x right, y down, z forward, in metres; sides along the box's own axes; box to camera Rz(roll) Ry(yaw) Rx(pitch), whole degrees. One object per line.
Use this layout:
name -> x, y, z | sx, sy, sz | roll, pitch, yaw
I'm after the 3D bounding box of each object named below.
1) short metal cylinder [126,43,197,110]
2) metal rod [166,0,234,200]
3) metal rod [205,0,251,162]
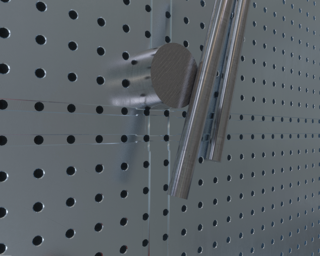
short metal cylinder -> 0.004, -0.064, 0.396 | 0.081, 0.050, 0.079 | 0, 90, -40
metal rod -> 0.057, -0.061, 0.391 | 0.025, 0.025, 0.299 | 24, 75, -38
metal rod -> 0.114, -0.093, 0.504 | 0.025, 0.025, 0.299 | 21, 77, -38
